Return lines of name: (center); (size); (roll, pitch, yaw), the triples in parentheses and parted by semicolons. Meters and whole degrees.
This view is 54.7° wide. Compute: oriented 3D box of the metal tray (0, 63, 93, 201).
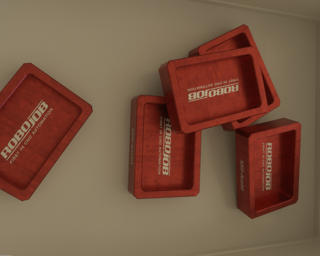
metal tray: (-0.151, 0.004, 0.352); (0.090, 0.030, 0.130); (37, 78, -17)

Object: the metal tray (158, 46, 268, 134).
metal tray: (0.071, -0.050, 0.401); (0.131, 0.030, 0.089); (-14, 95, -20)

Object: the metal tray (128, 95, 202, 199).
metal tray: (0.007, 0.024, 0.410); (0.091, 0.030, 0.129); (2, 89, -20)

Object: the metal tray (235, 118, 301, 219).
metal tray: (0.157, 0.057, 0.448); (0.091, 0.030, 0.129); (-12, 109, -20)

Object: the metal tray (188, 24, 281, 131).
metal tray: (0.109, -0.071, 0.447); (0.091, 0.030, 0.130); (-30, 100, -18)
